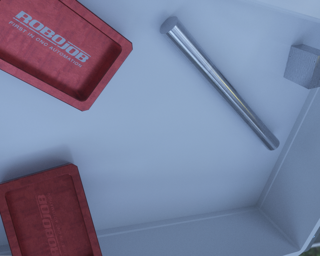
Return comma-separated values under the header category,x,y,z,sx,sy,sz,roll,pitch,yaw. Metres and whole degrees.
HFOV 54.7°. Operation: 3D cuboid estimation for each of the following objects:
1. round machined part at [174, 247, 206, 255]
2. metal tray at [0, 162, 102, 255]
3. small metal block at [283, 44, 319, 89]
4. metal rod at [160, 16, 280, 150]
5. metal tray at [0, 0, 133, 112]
category,x,y,z,sx,sy,sz,roll,pitch,yaw
round machined part,0.056,0.287,0.611,0.099,0.042,0.097,-14,125,-21
metal tray,-0.128,0.115,0.364,0.091,0.030,0.129,-16,92,-20
small metal block,0.215,-0.091,0.456,0.025,0.050,0.050,-13,124,-22
metal rod,0.102,-0.043,0.439,0.025,0.025,0.301,-48,129,5
metal tray,-0.103,-0.083,0.298,0.131,0.030,0.090,31,101,-38
